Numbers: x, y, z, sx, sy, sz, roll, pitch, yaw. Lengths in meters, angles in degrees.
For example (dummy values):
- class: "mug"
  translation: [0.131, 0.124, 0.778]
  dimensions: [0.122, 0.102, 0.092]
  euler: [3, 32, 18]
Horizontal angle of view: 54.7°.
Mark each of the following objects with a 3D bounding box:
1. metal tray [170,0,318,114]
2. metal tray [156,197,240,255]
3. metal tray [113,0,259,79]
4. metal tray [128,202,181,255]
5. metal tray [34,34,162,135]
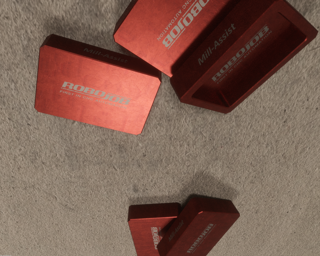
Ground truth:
- class: "metal tray"
  translation: [0.084, -0.072, 0.319]
  dimensions: [0.091, 0.030, 0.129]
  euler: [10, 135, -44]
- class: "metal tray"
  translation: [0.063, 0.175, 0.524]
  dimensions: [0.091, 0.030, 0.129]
  euler: [13, 120, -32]
- class: "metal tray"
  translation: [0.026, -0.117, 0.304]
  dimensions: [0.090, 0.030, 0.129]
  euler: [29, 124, -23]
- class: "metal tray"
  translation: [-0.004, 0.189, 0.565]
  dimensions: [0.091, 0.030, 0.129]
  euler: [-4, 130, 3]
- class: "metal tray"
  translation: [-0.073, -0.046, 0.363]
  dimensions: [0.131, 0.030, 0.089]
  euler: [14, 129, -12]
